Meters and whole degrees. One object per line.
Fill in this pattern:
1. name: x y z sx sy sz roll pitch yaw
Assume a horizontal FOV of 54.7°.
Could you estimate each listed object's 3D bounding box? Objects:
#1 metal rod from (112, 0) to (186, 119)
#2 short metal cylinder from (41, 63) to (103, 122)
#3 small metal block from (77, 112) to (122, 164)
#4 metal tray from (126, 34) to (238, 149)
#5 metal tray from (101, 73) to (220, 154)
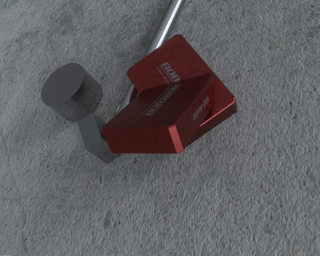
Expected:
1. metal rod: -0.006 -0.128 0.484 0.025 0.025 0.300 10 66 32
2. short metal cylinder: -0.139 -0.056 0.493 0.080 0.050 0.080 -13 56 20
3. small metal block: -0.082 0.014 0.420 0.025 0.050 0.050 -33 52 7
4. metal tray: 0.025 -0.050 0.401 0.090 0.030 0.130 -36 63 4
5. metal tray: 0.006 -0.020 0.356 0.090 0.030 0.131 -3 30 32
